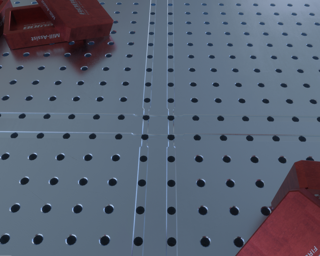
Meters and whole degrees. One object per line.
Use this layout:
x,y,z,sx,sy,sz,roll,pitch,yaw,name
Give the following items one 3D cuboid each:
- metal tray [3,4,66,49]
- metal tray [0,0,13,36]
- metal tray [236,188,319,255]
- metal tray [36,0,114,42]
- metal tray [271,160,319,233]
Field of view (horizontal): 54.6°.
-0.209,-0.190,0.563,0.131,0.030,0.090,-12,51,-10,metal tray
-0.333,-0.192,0.563,0.090,0.030,0.130,2,50,1,metal tray
0.106,0.125,0.246,0.090,0.030,0.129,41,106,29,metal tray
-0.154,-0.212,0.546,0.091,0.030,0.130,-23,68,-37,metal tray
0.188,0.074,0.304,0.131,0.090,0.030,5,50,4,metal tray
